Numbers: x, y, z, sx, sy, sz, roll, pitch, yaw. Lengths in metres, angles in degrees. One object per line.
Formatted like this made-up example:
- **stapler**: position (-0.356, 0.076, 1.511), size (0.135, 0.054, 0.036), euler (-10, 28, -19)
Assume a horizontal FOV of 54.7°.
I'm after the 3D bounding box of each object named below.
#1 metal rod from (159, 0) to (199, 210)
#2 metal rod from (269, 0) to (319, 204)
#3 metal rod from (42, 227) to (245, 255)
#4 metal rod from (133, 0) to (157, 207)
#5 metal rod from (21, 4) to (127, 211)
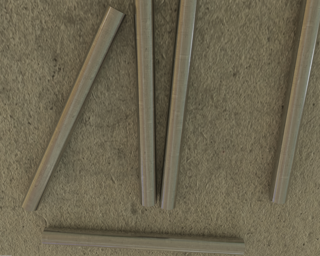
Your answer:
- **metal rod**: position (0.023, -0.027, 0.400), size (0.025, 0.025, 0.298), euler (4, 110, -2)
- **metal rod**: position (0.174, -0.036, 0.398), size (0.025, 0.025, 0.298), euler (1, 110, -1)
- **metal rod**: position (-0.023, 0.173, 0.473), size (0.302, 0.025, 0.025), euler (4, 110, -2)
- **metal rod**: position (-0.018, -0.033, 0.397), size (0.025, 0.025, 0.298), euler (-1, 110, 0)
- **metal rod**: position (-0.119, -0.013, 0.403), size (0.025, 0.025, 0.298), euler (26, 108, -10)
